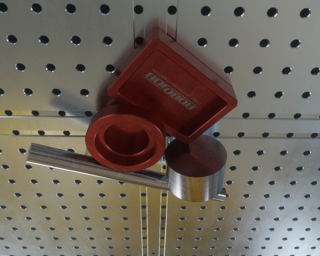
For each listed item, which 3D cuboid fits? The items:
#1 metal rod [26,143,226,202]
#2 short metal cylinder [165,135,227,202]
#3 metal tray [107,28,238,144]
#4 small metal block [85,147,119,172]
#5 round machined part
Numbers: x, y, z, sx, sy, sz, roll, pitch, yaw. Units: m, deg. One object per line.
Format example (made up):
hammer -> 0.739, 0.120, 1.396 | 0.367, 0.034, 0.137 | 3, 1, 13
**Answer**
metal rod -> -0.030, 0.069, 0.444 | 0.302, 0.025, 0.025 | 17, 129, -25
short metal cylinder -> 0.048, 0.053, 0.419 | 0.080, 0.080, 0.050 | -3, 130, 2
metal tray -> 0.016, -0.044, 0.370 | 0.130, 0.030, 0.090 | 33, 122, -25
small metal block -> -0.076, 0.036, 0.441 | 0.050, 0.025, 0.050 | 22, 127, -18
round machined part -> -0.042, 0.008, 0.396 | 0.099, 0.042, 0.097 | 1, 130, 1
